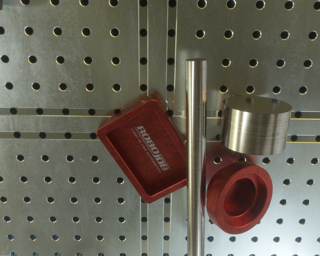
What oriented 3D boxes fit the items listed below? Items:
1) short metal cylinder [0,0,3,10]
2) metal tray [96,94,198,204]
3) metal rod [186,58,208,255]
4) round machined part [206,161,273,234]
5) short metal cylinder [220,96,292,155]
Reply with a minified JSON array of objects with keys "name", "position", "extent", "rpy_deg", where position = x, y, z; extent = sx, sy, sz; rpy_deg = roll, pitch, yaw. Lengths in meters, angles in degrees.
[{"name":"short metal cylinder","position":[-0.206,-0.161,0.323],"extent":[0.080,0.080,0.050],"rpy_deg":[15,110,-6]},{"name":"metal tray","position":[-0.012,0.031,0.421],"extent":[0.090,0.030,0.130],"rpy_deg":[-29,108,10]},{"name":"metal rod","position":[0.047,0.062,0.403],"extent":[0.025,0.025,0.298],"rpy_deg":[-2,110,1]},{"name":"round machined part","position":[0.103,0.091,0.425],"extent":[0.099,0.042,0.097],"rpy_deg":[-8,107,-27]},{"name":"short metal cylinder","position":[0.117,-0.006,0.383],"extent":[0.081,0.080,0.050],"rpy_deg":[1,110,-1]}]
